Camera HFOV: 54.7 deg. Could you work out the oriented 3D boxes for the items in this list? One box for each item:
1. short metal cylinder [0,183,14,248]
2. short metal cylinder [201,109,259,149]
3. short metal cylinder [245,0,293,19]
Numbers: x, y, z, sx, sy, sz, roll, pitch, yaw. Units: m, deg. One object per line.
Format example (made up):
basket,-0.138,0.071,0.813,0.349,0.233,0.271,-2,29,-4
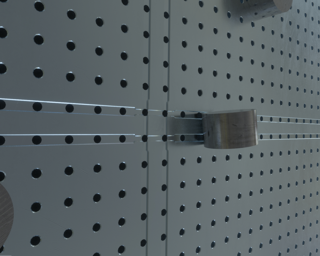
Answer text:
short metal cylinder,-0.169,0.072,0.252,0.081,0.050,0.079,0,90,-40
short metal cylinder,0.104,0.000,0.464,0.081,0.080,0.050,-9,96,-40
short metal cylinder,0.197,-0.244,0.561,0.081,0.050,0.079,0,90,-40
